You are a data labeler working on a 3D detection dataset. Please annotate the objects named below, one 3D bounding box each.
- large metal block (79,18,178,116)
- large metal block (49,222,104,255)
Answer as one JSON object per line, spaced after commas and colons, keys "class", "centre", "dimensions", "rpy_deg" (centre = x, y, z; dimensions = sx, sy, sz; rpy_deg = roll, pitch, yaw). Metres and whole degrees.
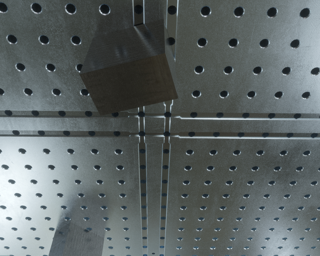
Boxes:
{"class": "large metal block", "centre": [-0.028, -0.064, 0.320], "dimensions": [0.080, 0.080, 0.050], "rpy_deg": [-12, 129, 9]}
{"class": "large metal block", "centre": [-0.156, 0.235, 0.574], "dimensions": [0.050, 0.080, 0.080], "rpy_deg": [-37, 122, 26]}
